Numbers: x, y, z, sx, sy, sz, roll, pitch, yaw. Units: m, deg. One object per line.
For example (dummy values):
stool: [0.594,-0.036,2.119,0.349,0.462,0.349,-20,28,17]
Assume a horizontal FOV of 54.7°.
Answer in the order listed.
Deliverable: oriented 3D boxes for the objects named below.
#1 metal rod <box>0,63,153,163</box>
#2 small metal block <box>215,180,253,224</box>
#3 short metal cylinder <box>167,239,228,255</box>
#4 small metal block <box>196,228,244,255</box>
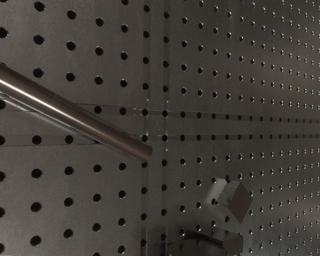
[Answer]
metal rod: [-0.122,-0.031,0.307,0.301,0.025,0.025,32,70,-36]
small metal block: [0.124,0.123,0.517,0.050,0.025,0.050,51,60,-28]
short metal cylinder: [0.050,0.190,0.418,0.081,0.080,0.050,2,89,-40]
small metal block: [0.091,0.174,0.472,0.050,0.050,0.025,6,87,-40]
